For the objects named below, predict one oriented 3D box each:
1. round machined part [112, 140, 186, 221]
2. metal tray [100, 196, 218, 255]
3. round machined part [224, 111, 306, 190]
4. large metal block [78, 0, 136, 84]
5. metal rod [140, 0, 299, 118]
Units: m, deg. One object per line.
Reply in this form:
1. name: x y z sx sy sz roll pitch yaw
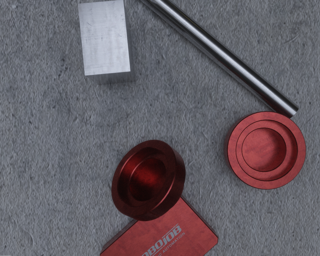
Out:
1. round machined part: -0.010 0.067 0.384 0.098 0.098 0.042 -50 132 0
2. metal tray: -0.001 0.153 0.408 0.130 0.030 0.090 -42 91 -1
3. round machined part: 0.132 0.028 0.403 0.099 0.042 0.097 0 90 -1
4. large metal block: -0.062 -0.100 0.382 0.050 0.080 0.079 -6 90 0
5. metal rod: 0.060 -0.115 0.410 0.300 0.025 0.025 39 90 -1
